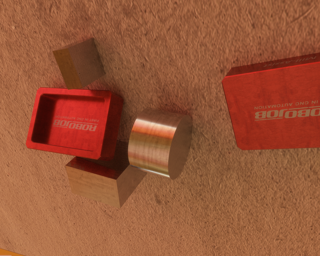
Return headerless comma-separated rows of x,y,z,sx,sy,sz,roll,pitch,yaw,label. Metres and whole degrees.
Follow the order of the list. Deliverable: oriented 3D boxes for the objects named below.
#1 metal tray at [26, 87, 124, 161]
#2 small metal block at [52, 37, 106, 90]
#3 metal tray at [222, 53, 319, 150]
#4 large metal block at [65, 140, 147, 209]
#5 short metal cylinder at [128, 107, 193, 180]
-0.120,-0.007,0.430,0.130,0.030,0.090,6,82,25,metal tray
-0.101,-0.082,0.393,0.025,0.050,0.050,-2,118,29,small metal block
0.138,-0.025,0.316,0.130,0.030,0.090,-5,116,30,metal tray
-0.074,0.060,0.447,0.080,0.080,0.050,11,123,22,large metal block
0.003,0.018,0.381,0.050,0.080,0.079,13,124,21,short metal cylinder
